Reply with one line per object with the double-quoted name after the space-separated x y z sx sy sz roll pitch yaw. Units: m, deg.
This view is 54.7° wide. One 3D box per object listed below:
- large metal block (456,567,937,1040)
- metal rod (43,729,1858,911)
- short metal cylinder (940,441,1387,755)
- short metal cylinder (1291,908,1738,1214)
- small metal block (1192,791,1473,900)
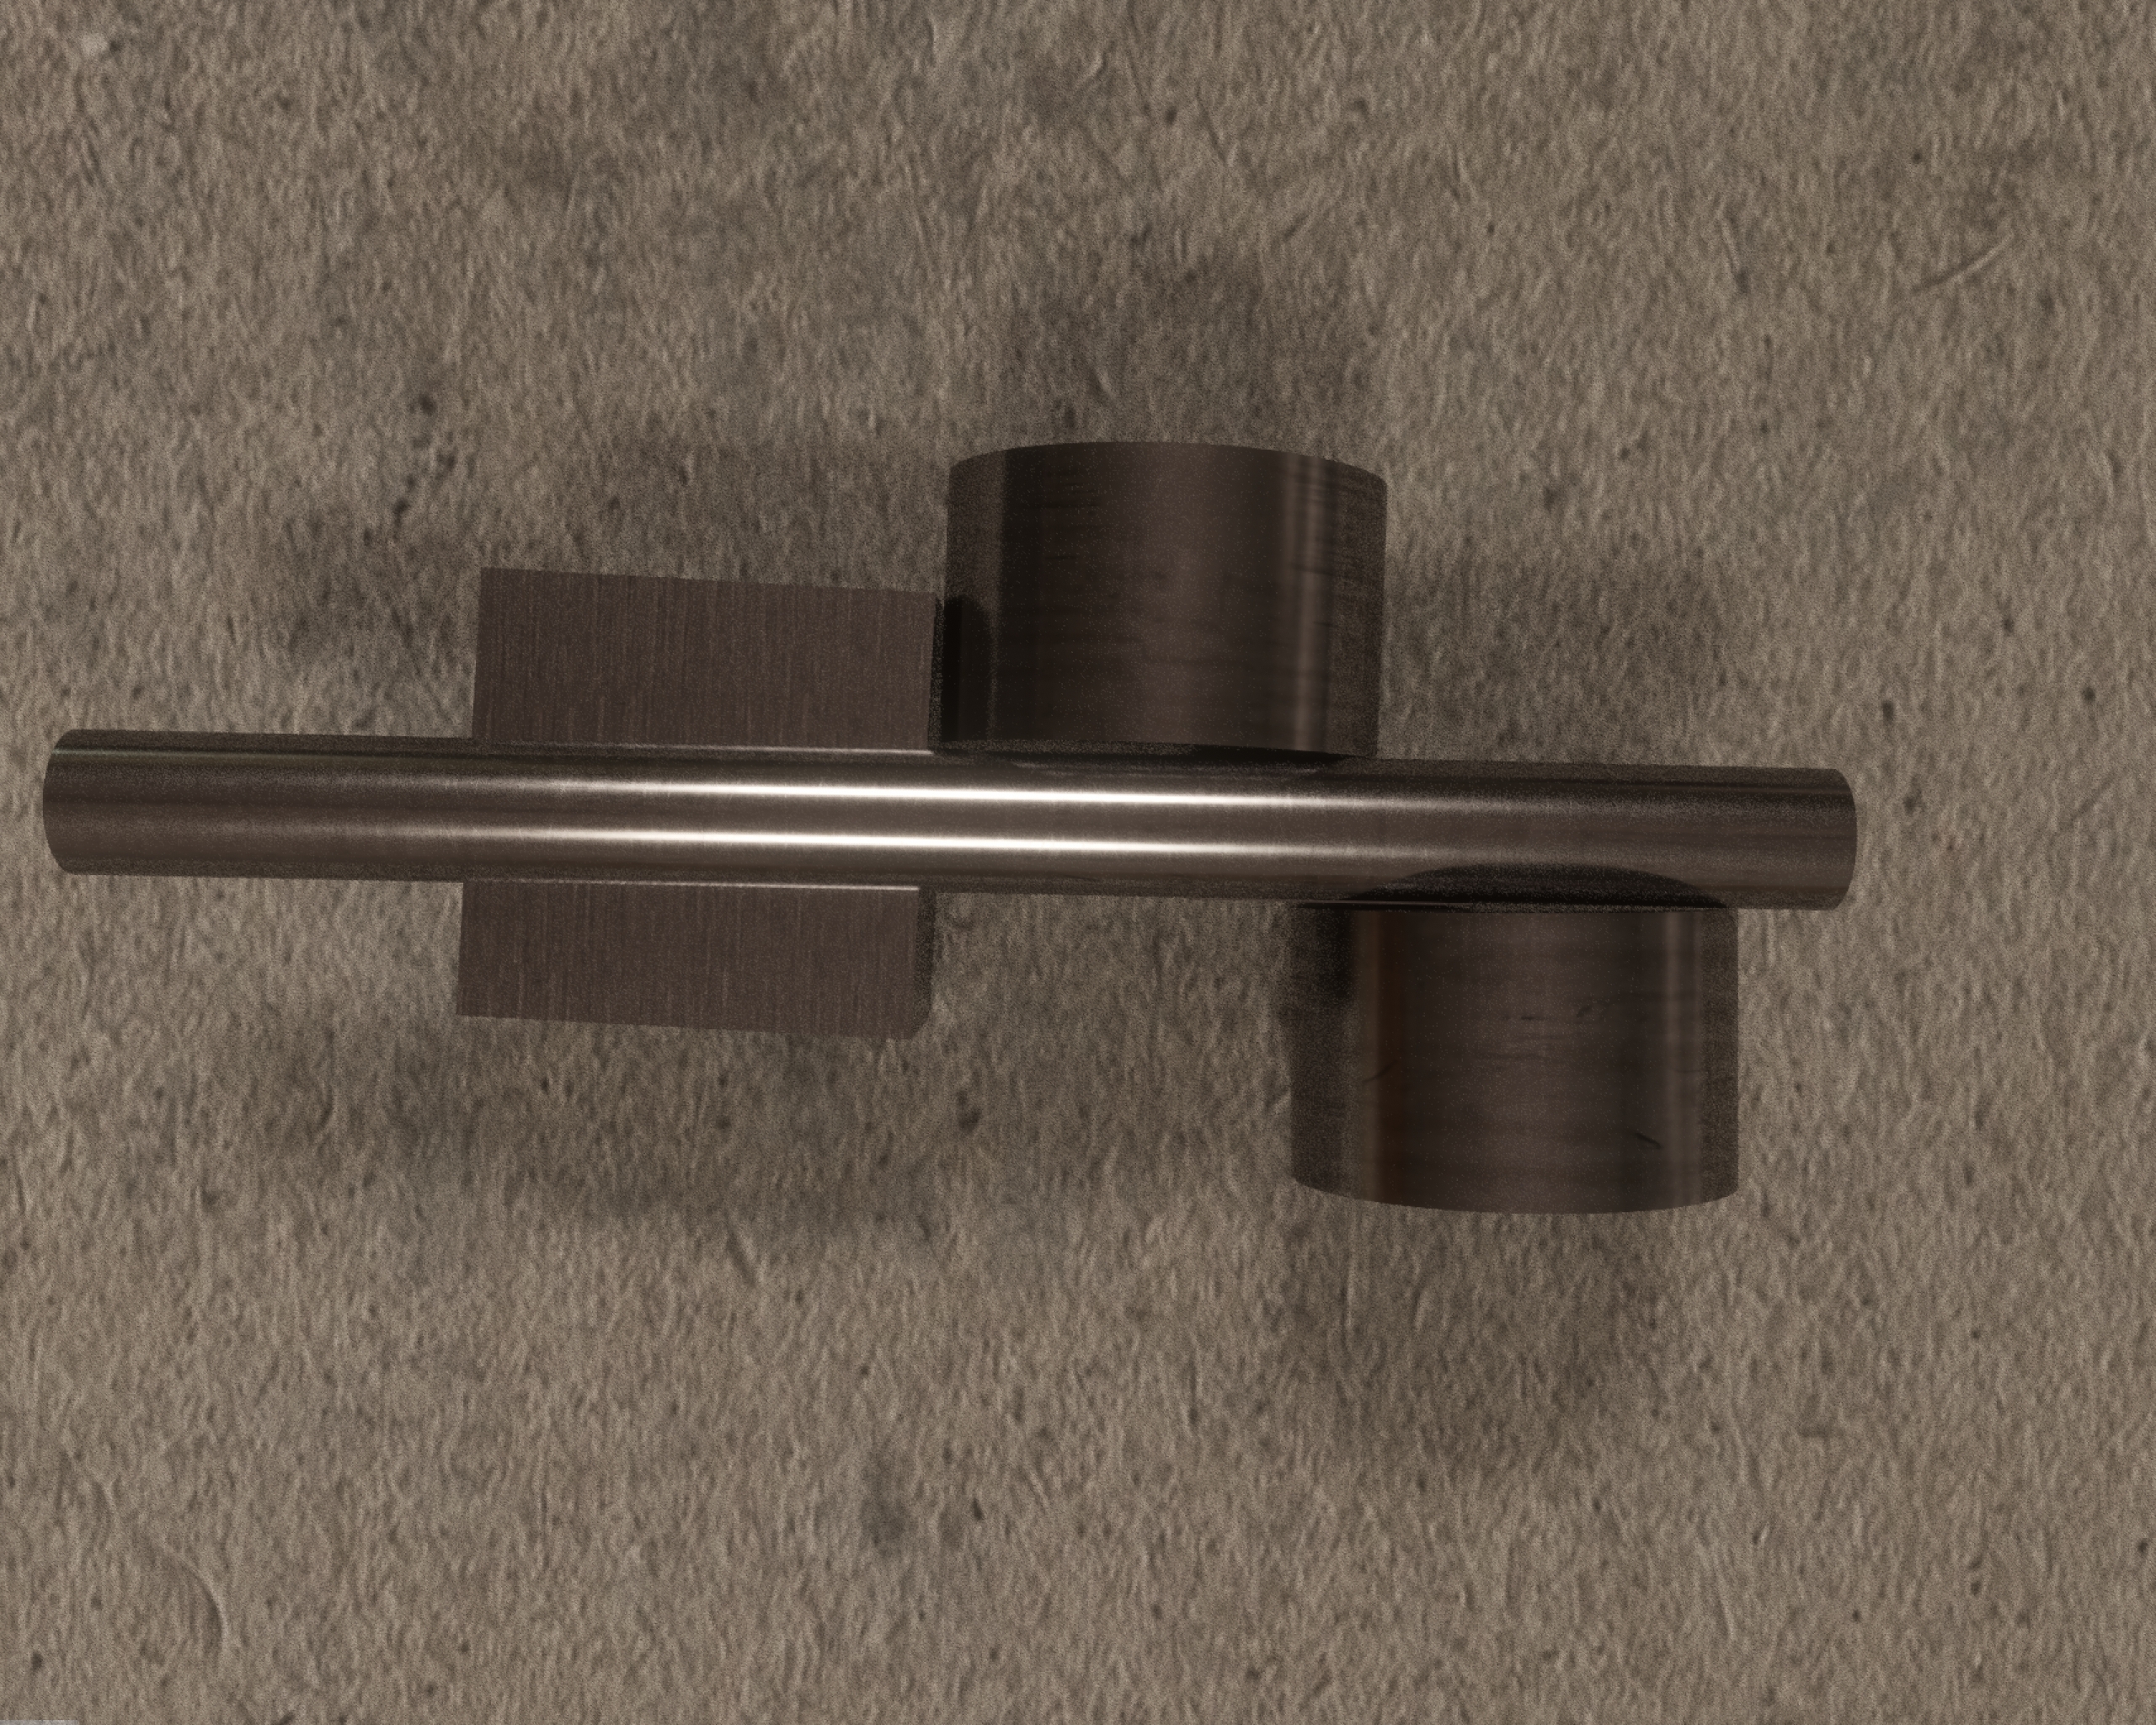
-0.068 -0.011 0.395 0.081 0.050 0.079 3 90 -1 "large metal block"
-0.020 -0.007 0.360 0.302 0.025 0.025 1 90 -2 "metal rod"
0.016 -0.045 0.385 0.081 0.080 0.050 2 90 -1 "short metal cylinder"
0.080 0.033 0.384 0.081 0.080 0.050 0 90 -1 "short metal cylinder"
0.046 -0.005 0.398 0.050 0.050 0.025 1 90 -1 "small metal block"
